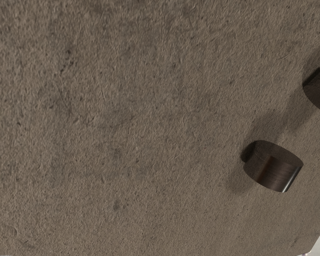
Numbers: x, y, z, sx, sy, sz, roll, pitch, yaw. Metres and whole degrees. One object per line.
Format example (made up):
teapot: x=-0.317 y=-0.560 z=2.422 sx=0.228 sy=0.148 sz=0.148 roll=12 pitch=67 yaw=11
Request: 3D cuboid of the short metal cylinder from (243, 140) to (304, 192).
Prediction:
short metal cylinder: x=0.187 y=0.062 z=0.515 sx=0.081 sy=0.080 sz=0.050 roll=9 pitch=114 yaw=-33

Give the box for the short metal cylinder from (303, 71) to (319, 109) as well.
short metal cylinder: x=0.279 y=-0.058 z=0.492 sx=0.050 sy=0.080 sz=0.080 roll=-46 pitch=130 yaw=4
